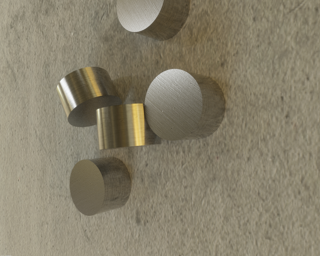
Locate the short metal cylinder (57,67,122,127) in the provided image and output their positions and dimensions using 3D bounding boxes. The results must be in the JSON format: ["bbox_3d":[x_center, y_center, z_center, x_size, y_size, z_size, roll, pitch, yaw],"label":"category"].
[{"bbox_3d":[-0.102,-0.044,0.451,0.080,0.081,0.050,-40,66,32],"label":"short metal cylinder"}]

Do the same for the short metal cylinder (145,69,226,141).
[{"bbox_3d":[0.029,-0.026,0.363,0.080,0.050,0.079,0,90,39],"label":"short metal cylinder"}]

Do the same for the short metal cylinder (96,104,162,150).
[{"bbox_3d":[-0.041,0.000,0.401,0.080,0.081,0.050,-9,85,39],"label":"short metal cylinder"}]

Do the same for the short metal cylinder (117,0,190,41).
[{"bbox_3d":[-0.009,-0.157,0.394,0.080,0.050,0.079,0,90,39],"label":"short metal cylinder"}]

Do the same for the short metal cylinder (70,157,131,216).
[{"bbox_3d":[-0.089,0.085,0.460,0.080,0.050,0.079,0,90,39],"label":"short metal cylinder"}]
